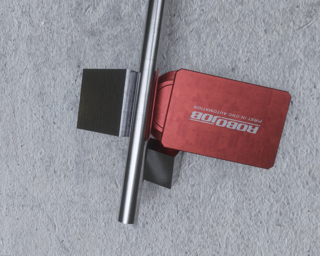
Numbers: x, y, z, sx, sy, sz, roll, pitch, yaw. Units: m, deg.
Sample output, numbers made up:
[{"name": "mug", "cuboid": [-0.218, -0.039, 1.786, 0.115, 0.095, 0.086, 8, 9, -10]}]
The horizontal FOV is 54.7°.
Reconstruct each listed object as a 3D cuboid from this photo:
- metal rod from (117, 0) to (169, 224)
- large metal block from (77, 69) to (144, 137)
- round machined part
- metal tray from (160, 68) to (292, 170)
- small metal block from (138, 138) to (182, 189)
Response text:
[{"name": "metal rod", "cuboid": [-0.018, -0.036, 0.372, 0.025, 0.025, 0.298, 8, 91, 20]}, {"name": "large metal block", "cuboid": [-0.059, -0.033, 0.406, 0.080, 0.050, 0.079, 9, 93, 38]}, {"name": "round machined part", "cuboid": [0.022, -0.025, 0.393, 0.098, 0.042, 0.097, 0, 90, 20]}, {"name": "metal tray", "cuboid": [0.073, -0.011, 0.358, 0.131, 0.030, 0.089, 12, 95, -1]}, {"name": "small metal block", "cuboid": [-0.002, 0.045, 0.400, 0.050, 0.025, 0.050, 17, 121, 19]}]
